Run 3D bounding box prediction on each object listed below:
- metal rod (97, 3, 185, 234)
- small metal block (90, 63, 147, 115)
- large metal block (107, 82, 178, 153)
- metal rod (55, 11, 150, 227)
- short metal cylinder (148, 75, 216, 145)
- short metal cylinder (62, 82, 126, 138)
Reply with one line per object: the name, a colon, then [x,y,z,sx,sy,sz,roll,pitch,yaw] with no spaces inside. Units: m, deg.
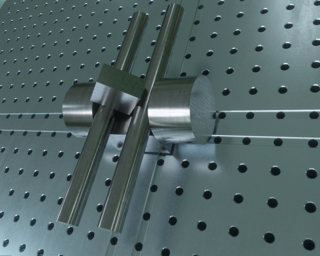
metal rod: [-0.014,-0.031,0.366,0.025,0.025,0.300,1,62,28]
small metal block: [-0.049,-0.043,0.359,0.050,0.050,0.025,137,151,-62]
large metal block: [-0.023,-0.015,0.409,0.080,0.050,0.080,1,62,28]
metal rod: [-0.063,-0.029,0.391,0.025,0.025,0.300,1,62,28]
short metal cylinder: [0.028,-0.021,0.365,0.050,0.080,0.080,0,62,29]
short metal cylinder: [-0.086,-0.024,0.429,0.050,0.080,0.080,2,63,29]
